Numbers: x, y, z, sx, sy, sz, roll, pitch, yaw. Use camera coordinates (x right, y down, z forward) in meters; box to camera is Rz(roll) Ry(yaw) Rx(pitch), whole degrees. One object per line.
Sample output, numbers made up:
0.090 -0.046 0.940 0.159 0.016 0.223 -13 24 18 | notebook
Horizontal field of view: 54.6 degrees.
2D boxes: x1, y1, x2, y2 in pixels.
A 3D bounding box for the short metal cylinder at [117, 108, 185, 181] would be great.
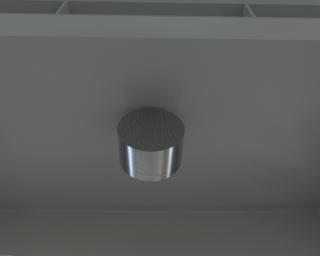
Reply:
-0.011 0.019 0.385 0.080 0.080 0.050 1 130 -1 | short metal cylinder
